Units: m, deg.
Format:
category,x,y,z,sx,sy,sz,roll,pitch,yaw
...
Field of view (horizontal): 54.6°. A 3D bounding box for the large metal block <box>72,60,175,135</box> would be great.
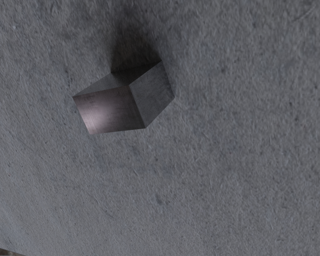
category,x,y,z,sx,sy,sz,roll,pitch,yaw
large metal block,-0.040,-0.037,0.371,0.080,0.080,0.050,-6,115,31
